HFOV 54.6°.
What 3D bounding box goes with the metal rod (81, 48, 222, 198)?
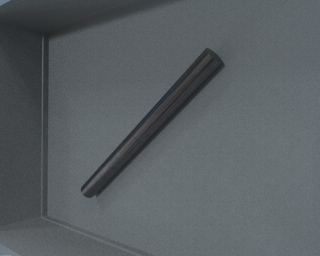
[{"bbox_3d":[-0.028,0.010,0.430,0.299,0.025,0.025,-46,63,30],"label":"metal rod"}]
